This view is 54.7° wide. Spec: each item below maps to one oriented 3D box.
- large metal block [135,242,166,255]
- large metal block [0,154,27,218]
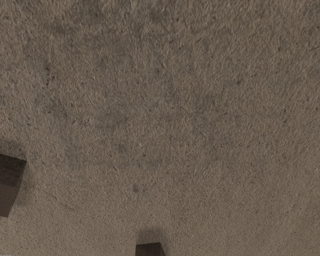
[{"bbox_3d":[-0.016,0.287,0.616,0.050,0.080,0.080,-9,130,7],"label":"large metal block"},{"bbox_3d":[-0.252,0.081,0.456,0.081,0.050,0.079,19,128,-16],"label":"large metal block"}]
